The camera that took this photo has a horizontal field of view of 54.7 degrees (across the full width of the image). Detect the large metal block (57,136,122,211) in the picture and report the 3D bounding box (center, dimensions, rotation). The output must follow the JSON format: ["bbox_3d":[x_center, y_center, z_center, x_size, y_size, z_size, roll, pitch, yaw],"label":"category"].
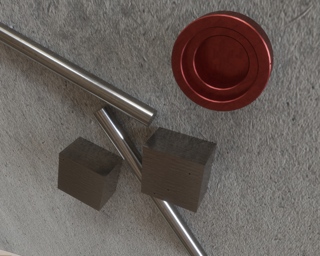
[{"bbox_3d":[-0.112,0.072,0.493,0.080,0.050,0.079,25,127,12],"label":"large metal block"}]

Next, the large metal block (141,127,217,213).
[{"bbox_3d":[0.023,0.054,0.411,0.080,0.050,0.079,16,125,18],"label":"large metal block"}]

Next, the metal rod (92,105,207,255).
[{"bbox_3d":[-0.007,0.097,0.468,0.025,0.025,0.299,-22,107,36],"label":"metal rod"}]

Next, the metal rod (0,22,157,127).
[{"bbox_3d":[-0.139,-0.086,0.424,0.301,0.025,0.025,30,128,8],"label":"metal rod"}]

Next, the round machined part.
[{"bbox_3d":[0.065,-0.070,0.318,0.098,0.042,0.097,13,124,20],"label":"round machined part"}]
